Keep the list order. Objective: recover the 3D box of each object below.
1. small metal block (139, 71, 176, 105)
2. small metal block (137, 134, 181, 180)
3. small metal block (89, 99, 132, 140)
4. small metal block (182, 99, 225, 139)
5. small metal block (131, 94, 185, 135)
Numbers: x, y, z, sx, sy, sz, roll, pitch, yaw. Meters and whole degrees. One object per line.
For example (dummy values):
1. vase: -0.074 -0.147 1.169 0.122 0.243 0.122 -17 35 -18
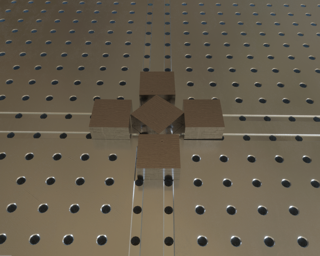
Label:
1. small metal block: -0.004 -0.057 0.456 0.050 0.025 0.050 0 50 -1
2. small metal block: -0.002 0.035 0.378 0.050 0.025 0.050 0 50 0
3. small metal block: -0.064 -0.012 0.417 0.050 0.025 0.050 1 50 0
4. small metal block: 0.057 -0.012 0.418 0.050 0.025 0.050 0 50 -1
5. small metal block: -0.003 -0.012 0.417 0.050 0.025 0.050 35 58 25
